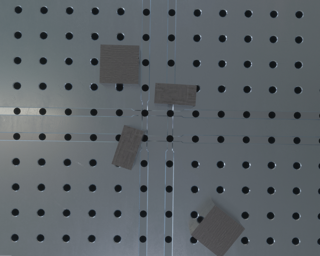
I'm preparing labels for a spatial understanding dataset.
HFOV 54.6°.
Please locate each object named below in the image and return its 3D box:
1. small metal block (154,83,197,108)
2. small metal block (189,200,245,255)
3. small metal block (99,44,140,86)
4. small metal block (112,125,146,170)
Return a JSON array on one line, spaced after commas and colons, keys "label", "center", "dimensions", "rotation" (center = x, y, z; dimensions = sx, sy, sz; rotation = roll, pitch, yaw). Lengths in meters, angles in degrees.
[{"label": "small metal block", "center": [0.019, -0.041, 0.401], "dimensions": [0.050, 0.050, 0.025], "rotation": [4, 90, 0]}, {"label": "small metal block", "center": [0.075, 0.135, 0.414], "dimensions": [0.050, 0.025, 0.050], "rotation": [39, 90, 0]}, {"label": "small metal block", "center": [-0.052, -0.082, 0.413], "dimensions": [0.050, 0.025, 0.050], "rotation": [2, 90, 0]}, {"label": "small metal block", "center": [-0.039, 0.024, 0.401], "dimensions": [0.025, 0.050, 0.050], "rotation": [18, 90, 0]}]
